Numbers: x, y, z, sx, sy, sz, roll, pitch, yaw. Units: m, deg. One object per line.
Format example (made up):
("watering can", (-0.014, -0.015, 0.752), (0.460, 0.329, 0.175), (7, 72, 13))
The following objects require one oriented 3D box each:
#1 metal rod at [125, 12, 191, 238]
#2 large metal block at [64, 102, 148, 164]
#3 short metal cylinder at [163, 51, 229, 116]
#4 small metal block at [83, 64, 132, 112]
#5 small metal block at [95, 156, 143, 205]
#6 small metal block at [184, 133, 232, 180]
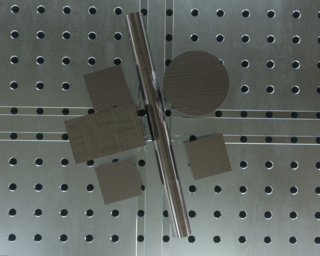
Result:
("metal rod", (-0.002, -0.004, 0.413), (0.025, 0.025, 0.298), (-12, 90, 0))
("large metal block", (-0.061, 0.005, 0.384), (0.080, 0.080, 0.050), (-15, 90, 0))
("short metal cylinder", (0.044, -0.055, 0.401), (0.081, 0.050, 0.079), (0, 90, -1))
("small metal block", (-0.068, -0.052, 0.412), (0.050, 0.025, 0.050), (-17, 90, -1))
("small metal block", (-0.054, 0.069, 0.413), (0.050, 0.025, 0.050), (-16, 90, -1))
("small metal block", (0.063, 0.037, 0.414), (0.050, 0.025, 0.050), (-15, 90, -1))
